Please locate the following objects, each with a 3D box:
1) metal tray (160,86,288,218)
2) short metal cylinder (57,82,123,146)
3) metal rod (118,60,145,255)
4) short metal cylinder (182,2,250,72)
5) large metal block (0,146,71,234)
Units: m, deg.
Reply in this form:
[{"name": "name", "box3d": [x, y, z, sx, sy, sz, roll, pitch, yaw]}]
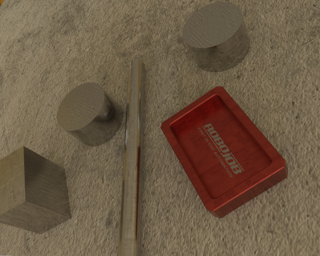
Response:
[{"name": "metal tray", "box3d": [0.067, 0.022, 0.351, 0.090, 0.030, 0.130, -34, 51, 6]}, {"name": "short metal cylinder", "box3d": [-0.102, -0.020, 0.453, 0.080, 0.050, 0.080, -13, 56, 21]}, {"name": "metal rod", "box3d": [-0.034, 0.031, 0.403, 0.025, 0.025, 0.299, -14, 56, 20]}, {"name": "short metal cylinder", "box3d": [0.077, -0.124, 0.423, 0.080, 0.050, 0.080, -13, 56, 21]}, {"name": "large metal block", "box3d": [-0.167, 0.083, 0.405, 0.050, 0.080, 0.080, -29, 52, 10]}]
